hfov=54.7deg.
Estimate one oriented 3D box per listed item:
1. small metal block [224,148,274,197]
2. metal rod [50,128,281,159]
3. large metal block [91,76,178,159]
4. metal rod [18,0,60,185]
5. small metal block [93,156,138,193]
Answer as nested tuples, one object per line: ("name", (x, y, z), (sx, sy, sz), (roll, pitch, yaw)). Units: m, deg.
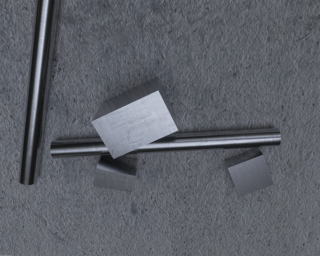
("small metal block", (0.124, 0.062, 0.434), (0.050, 0.025, 0.050), (-23, 109, 7))
("metal rod", (0.007, 0.021, 0.417), (0.302, 0.025, 0.025), (-3, 110, 0))
("large metal block", (-0.027, -0.016, 0.374), (0.080, 0.080, 0.050), (-24, 109, 8))
("metal rod", (-0.150, -0.063, 0.384), (0.025, 0.025, 0.298), (13, 110, -5))
("small metal block", (-0.058, 0.059, 0.417), (0.050, 0.050, 0.025), (11, 110, -5))
